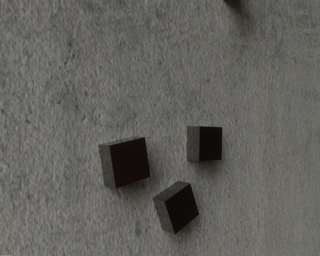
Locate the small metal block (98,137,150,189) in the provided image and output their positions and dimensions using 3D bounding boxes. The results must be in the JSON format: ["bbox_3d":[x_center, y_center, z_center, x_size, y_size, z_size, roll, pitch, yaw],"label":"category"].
[{"bbox_3d":[-0.042,0.040,0.371,0.050,0.025,0.050,-13,98,-40],"label":"small metal block"}]

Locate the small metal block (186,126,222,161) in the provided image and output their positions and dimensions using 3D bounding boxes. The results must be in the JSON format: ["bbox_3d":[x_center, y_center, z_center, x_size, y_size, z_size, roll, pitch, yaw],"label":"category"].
[{"bbox_3d":[0.067,0.023,0.463,0.050,0.025,0.050,2,89,-40],"label":"small metal block"}]

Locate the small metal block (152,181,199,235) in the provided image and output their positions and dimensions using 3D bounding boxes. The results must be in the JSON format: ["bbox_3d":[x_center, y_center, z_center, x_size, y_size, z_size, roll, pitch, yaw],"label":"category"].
[{"bbox_3d":[0.023,0.108,0.426,0.050,0.025,0.050,-27,107,-37],"label":"small metal block"}]
